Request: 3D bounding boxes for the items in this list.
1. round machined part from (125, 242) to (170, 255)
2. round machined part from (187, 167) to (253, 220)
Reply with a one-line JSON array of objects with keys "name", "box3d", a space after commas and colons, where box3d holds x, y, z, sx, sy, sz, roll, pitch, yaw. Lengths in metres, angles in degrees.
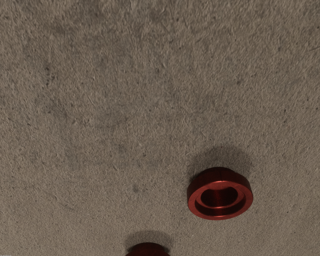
[{"name": "round machined part", "box3d": [-0.024, 0.266, 0.623, 0.099, 0.042, 0.097, -1, 130, 0]}, {"name": "round machined part", "box3d": [0.091, 0.098, 0.481, 0.099, 0.042, 0.097, -1, 130, 0]}]
